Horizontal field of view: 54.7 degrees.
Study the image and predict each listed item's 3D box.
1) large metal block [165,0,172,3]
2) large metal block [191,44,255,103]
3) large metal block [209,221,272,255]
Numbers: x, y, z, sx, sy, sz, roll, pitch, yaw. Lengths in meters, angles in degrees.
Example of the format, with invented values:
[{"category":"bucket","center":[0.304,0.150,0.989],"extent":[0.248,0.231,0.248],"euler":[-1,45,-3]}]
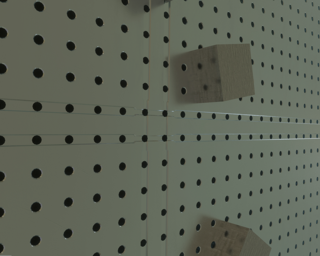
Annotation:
[{"category":"large metal block","center":[0.041,-0.221,0.409],"extent":[0.050,0.080,0.080],"euler":[50,61,-29]},{"category":"large metal block","center":[0.098,-0.084,0.478],"extent":[0.081,0.050,0.079],"euler":[-14,99,-39]},{"category":"large metal block","center":[0.129,0.211,0.505],"extent":[0.080,0.050,0.080],"euler":[44,64,-32]}]
